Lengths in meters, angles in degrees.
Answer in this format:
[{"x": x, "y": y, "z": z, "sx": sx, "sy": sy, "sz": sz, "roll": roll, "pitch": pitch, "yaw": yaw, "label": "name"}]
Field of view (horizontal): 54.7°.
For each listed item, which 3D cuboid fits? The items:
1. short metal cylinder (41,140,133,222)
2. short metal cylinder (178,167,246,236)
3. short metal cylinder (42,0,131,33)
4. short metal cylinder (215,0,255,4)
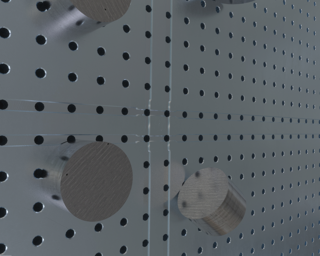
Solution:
[{"x": -0.076, "y": 0.053, "z": 0.329, "sx": 0.081, "sy": 0.050, "sz": 0.079, "roll": 0, "pitch": 90, "yaw": -40, "label": "short metal cylinder"}, {"x": 0.072, "y": 0.102, "z": 0.434, "sx": 0.050, "sy": 0.080, "sz": 0.080, "roll": 46, "pitch": 62, "yaw": -30, "label": "short metal cylinder"}, {"x": -0.077, "y": -0.146, "z": 0.327, "sx": 0.081, "sy": 0.050, "sz": 0.079, "roll": 0, "pitch": 90, "yaw": -40, "label": "short metal cylinder"}, {"x": 0.120, "y": -0.230, "z": 0.473, "sx": 0.081, "sy": 0.080, "sz": 0.050, "roll": 0, "pitch": 90, "yaw": -40, "label": "short metal cylinder"}]
